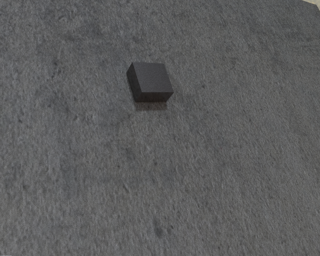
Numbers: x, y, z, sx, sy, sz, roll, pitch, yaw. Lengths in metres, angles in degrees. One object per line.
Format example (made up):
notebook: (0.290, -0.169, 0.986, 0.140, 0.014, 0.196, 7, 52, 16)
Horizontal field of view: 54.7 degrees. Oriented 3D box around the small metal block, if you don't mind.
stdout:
small metal block: (-0.014, -0.064, 0.437, 0.050, 0.025, 0.050, -4, 64, -30)
